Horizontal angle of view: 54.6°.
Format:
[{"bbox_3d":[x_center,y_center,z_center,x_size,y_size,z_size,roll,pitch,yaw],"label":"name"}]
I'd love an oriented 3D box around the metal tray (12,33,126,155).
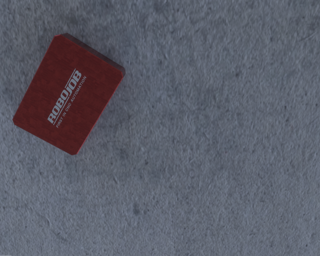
[{"bbox_3d":[-0.114,-0.040,0.391,0.090,0.030,0.129,31,107,-11],"label":"metal tray"}]
